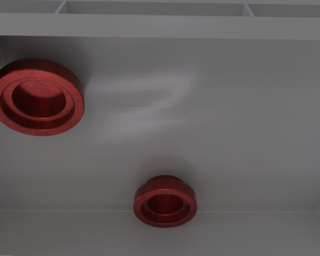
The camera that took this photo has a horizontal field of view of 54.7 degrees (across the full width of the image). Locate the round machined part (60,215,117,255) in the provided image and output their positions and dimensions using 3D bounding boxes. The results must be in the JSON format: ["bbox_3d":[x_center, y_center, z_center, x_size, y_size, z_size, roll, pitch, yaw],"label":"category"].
[{"bbox_3d":[-0.127,0.195,0.565,0.099,0.042,0.097,0,130,0],"label":"round machined part"}]

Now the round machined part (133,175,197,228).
[{"bbox_3d":[0.008,0.113,0.493,0.099,0.042,0.097,0,129,0],"label":"round machined part"}]

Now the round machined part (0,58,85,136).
[{"bbox_3d":[-0.137,-0.039,0.356,0.099,0.042,0.097,-7,136,-7],"label":"round machined part"}]
